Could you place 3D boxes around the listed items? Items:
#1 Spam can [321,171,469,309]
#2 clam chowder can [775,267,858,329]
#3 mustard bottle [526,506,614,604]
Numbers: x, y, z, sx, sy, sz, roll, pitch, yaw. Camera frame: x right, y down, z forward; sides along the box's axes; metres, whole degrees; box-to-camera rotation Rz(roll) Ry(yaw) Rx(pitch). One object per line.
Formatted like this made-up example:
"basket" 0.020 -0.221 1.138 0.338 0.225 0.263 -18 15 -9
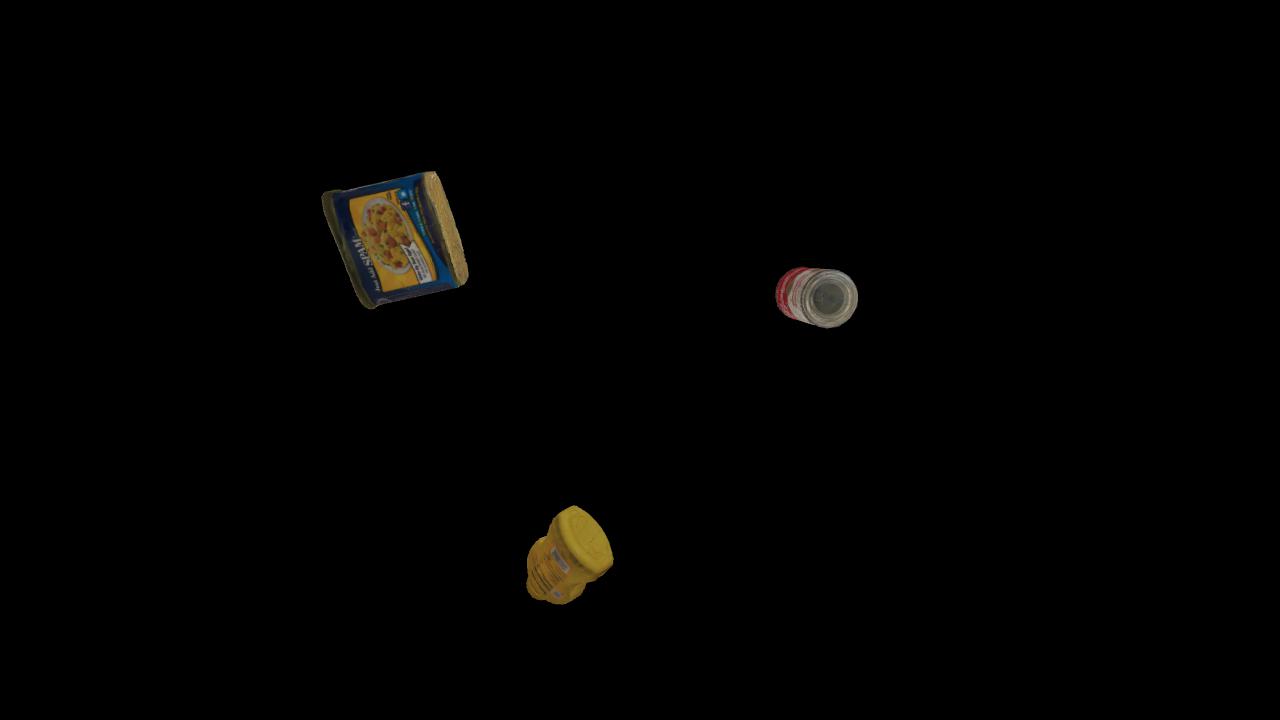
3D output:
"Spam can" -0.203 -0.103 0.522 0.085 0.101 0.058 -13 22 1
"clam chowder can" 0.209 -0.076 0.733 0.068 0.068 0.102 0 10 -4
"mustard bottle" -0.105 0.268 0.798 0.054 0.092 0.184 -29 -18 -46
